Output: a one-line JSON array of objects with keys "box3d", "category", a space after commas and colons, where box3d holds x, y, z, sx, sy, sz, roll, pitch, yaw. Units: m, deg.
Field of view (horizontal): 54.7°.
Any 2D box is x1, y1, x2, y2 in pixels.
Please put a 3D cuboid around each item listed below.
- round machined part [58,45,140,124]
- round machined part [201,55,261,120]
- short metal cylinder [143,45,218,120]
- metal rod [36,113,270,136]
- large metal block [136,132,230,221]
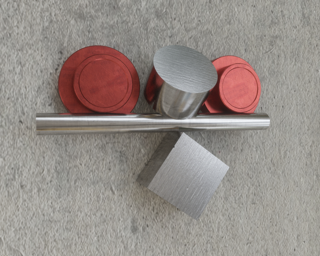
[{"box3d": [-0.071, -0.051, 0.374, 0.099, 0.042, 0.097, 0, 90, -20], "category": "round machined part"}, {"box3d": [0.102, -0.054, 0.439, 0.099, 0.042, 0.097, 0, 90, -20], "category": "round machined part"}, {"box3d": [0.024, -0.057, 0.386, 0.081, 0.050, 0.080, 10, 52, -13], "category": "short metal cylinder"}, {"box3d": [0.007, -0.007, 0.390, 0.303, 0.025, 0.025, -1, 91, -20], "category": "metal rod"}, {"box3d": [0.029, 0.060, 0.406, 0.080, 0.050, 0.080, 37, 78, -17], "category": "large metal block"}]
